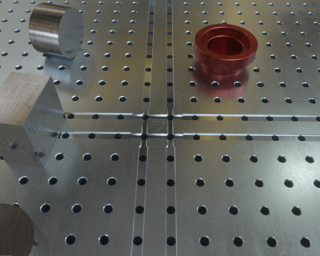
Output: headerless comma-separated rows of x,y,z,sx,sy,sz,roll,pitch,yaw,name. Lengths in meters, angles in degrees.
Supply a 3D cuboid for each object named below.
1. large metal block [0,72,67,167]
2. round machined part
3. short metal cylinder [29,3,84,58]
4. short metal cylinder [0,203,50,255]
-0.162,-0.010,0.379,0.050,0.080,0.080,7,50,5,large metal block
0.103,-0.124,0.501,0.099,0.042,0.098,0,50,0,round machined part
-0.166,-0.158,0.503,0.050,0.080,0.080,13,51,11,short metal cylinder
-0.152,0.119,0.290,0.080,0.050,0.080,0,50,0,short metal cylinder
